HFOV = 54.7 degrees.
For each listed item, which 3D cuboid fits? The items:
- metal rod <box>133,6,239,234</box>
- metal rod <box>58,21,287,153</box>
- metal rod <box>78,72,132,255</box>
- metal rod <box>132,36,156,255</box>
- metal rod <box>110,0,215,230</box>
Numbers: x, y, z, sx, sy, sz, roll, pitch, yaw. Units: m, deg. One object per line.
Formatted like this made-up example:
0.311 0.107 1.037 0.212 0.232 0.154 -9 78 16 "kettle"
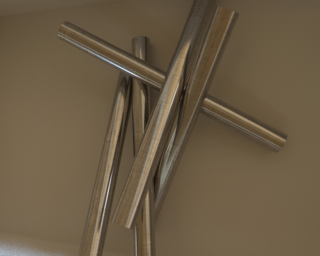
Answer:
0.022 0.012 0.365 0.025 0.025 0.298 27 112 17 "metal rod"
0.010 -0.053 0.377 0.301 0.025 0.025 28 99 6 "metal rod"
-0.064 0.062 0.365 0.025 0.025 0.299 -1 64 19 "metal rod"
-0.021 0.026 0.383 0.025 0.025 0.299 -7 75 19 "metal rod"
0.012 -0.039 0.346 0.025 0.025 0.299 14 72 19 "metal rod"
